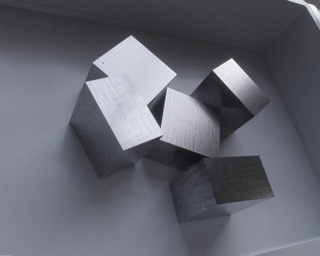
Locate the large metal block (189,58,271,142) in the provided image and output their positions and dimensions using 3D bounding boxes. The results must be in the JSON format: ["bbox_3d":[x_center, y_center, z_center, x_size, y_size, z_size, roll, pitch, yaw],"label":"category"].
[{"bbox_3d":[0.093,-0.037,0.443,0.080,0.080,0.050,49,51,6],"label":"large metal block"}]

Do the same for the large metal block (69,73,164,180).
[{"bbox_3d":[-0.052,-0.001,0.342,0.050,0.080,0.080,-21,73,-36],"label":"large metal block"}]

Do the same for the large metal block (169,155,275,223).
[{"bbox_3d":[0.069,0.072,0.364,0.081,0.080,0.050,1,62,-28],"label":"large metal block"}]

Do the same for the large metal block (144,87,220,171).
[{"bbox_3d":[0.030,0.005,0.402,0.080,0.050,0.080,21,54,-17],"label":"large metal block"}]

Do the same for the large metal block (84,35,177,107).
[{"bbox_3d":[-0.038,-0.062,0.406,0.080,0.050,0.080,41,51,-1],"label":"large metal block"}]
